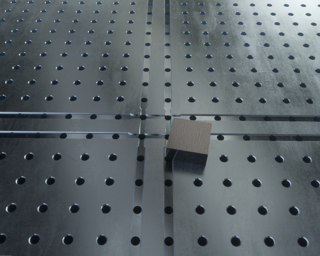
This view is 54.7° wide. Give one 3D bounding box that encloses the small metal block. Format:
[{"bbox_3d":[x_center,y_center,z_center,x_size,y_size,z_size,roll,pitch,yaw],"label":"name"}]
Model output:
[{"bbox_3d":[0.037,0.017,0.394,0.050,0.025,0.050,9,51,7],"label":"small metal block"}]
